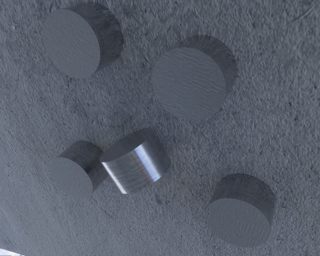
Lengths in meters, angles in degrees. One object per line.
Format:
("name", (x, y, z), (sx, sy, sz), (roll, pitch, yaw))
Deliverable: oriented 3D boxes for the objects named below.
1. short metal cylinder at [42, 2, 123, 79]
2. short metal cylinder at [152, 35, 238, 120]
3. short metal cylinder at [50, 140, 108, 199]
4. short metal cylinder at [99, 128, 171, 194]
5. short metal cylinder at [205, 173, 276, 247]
("short metal cylinder", (-0.092, -0.106, 0.374), (0.080, 0.050, 0.079), (13, 124, 21))
("short metal cylinder", (0.038, -0.055, 0.336), (0.080, 0.050, 0.079), (13, 124, 21))
("short metal cylinder", (-0.128, 0.067, 0.500), (0.080, 0.050, 0.079), (13, 124, 21))
("short metal cylinder", (-0.033, 0.042, 0.415), (0.080, 0.080, 0.050), (-18, 109, 35))
("short metal cylinder", (0.105, 0.106, 0.401), (0.080, 0.050, 0.079), (13, 124, 21))
